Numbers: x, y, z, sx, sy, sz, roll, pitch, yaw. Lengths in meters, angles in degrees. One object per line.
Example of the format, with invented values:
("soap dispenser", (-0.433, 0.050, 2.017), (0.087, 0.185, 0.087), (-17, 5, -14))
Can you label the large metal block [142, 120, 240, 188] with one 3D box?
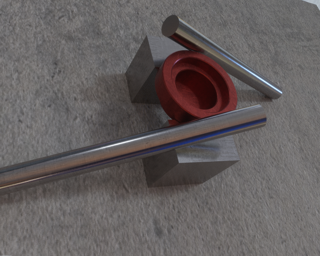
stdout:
("large metal block", (0.032, 0.032, 0.369), (0.081, 0.080, 0.050), (1, 62, -28))

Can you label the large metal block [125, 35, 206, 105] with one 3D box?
("large metal block", (0.008, -0.074, 0.421), (0.081, 0.080, 0.050), (1, 62, -28))

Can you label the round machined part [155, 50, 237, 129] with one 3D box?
("round machined part", (0.038, -0.040, 0.366), (0.099, 0.042, 0.098), (14, 56, -21))

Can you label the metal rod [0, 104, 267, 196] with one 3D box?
("metal rod", (-0.039, 0.023, 0.300), (0.302, 0.025, 0.025), (-14, 67, -10))

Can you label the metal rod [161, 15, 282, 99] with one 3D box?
("metal rod", (0.110, -0.088, 0.452), (0.302, 0.025, 0.025), (14, 53, -47))
